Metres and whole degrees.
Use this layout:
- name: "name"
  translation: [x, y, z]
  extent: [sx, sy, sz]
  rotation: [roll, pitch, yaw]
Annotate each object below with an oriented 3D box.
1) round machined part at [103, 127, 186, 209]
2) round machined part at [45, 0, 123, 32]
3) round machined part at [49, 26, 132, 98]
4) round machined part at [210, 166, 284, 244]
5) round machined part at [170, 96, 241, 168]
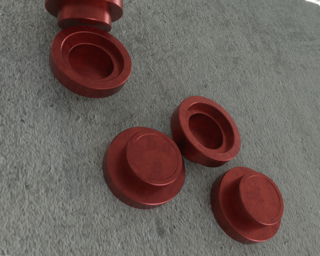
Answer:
- name: "round machined part"
  translation: [-0.013, 0.041, 0.361]
  extent: [0.099, 0.042, 0.098]
  rotation: [13, 56, -21]
- name: "round machined part"
  translation: [-0.098, -0.151, 0.404]
  extent: [0.099, 0.098, 0.042]
  rotation: [1, 89, -28]
- name: "round machined part"
  translation: [-0.089, -0.078, 0.393]
  extent: [0.099, 0.042, 0.098]
  rotation: [14, 56, -21]
- name: "round machined part"
  translation: [0.118, 0.095, 0.398]
  extent: [0.099, 0.042, 0.098]
  rotation: [14, 56, -21]
- name: "round machined part"
  translation: [0.056, 0.008, 0.413]
  extent: [0.099, 0.042, 0.098]
  rotation: [18, 50, -23]
